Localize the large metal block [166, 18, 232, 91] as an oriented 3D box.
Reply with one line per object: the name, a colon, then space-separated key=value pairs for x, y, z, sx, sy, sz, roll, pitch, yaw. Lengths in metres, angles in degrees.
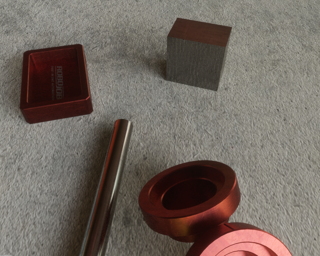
large metal block: x=0.056 y=-0.108 z=0.459 sx=0.080 sy=0.080 sz=0.050 roll=14 pitch=52 yaw=11

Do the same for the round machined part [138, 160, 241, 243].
round machined part: x=0.031 y=0.075 z=0.310 sx=0.098 sy=0.042 sz=0.098 roll=-16 pitch=19 yaw=6

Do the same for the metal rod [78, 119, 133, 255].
metal rod: x=-0.064 y=0.110 z=0.309 sx=0.025 sy=0.025 sz=0.300 roll=5 pitch=50 yaw=4

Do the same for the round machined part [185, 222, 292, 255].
round machined part: x=0.063 y=0.129 z=0.263 sx=0.099 sy=0.042 sz=0.097 roll=1 pitch=86 yaw=-12

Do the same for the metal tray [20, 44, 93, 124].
metal tray: x=-0.152 y=-0.070 z=0.457 sx=0.091 sy=0.030 sz=0.130 roll=-10 pitch=51 yaw=-9
